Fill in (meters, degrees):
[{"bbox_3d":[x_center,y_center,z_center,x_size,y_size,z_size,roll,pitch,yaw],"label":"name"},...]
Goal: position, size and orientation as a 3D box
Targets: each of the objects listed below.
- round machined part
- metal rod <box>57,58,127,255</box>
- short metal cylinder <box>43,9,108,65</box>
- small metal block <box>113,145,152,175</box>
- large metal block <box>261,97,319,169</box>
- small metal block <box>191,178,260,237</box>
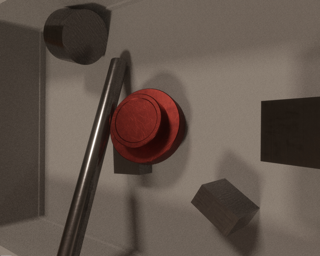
[{"bbox_3d":[-0.021,-0.005,0.390,0.098,0.042,0.098,-6,73,22],"label":"round machined part"},{"bbox_3d":[-0.085,0.040,0.399,0.025,0.025,0.299,-9,60,39],"label":"metal rod"},{"bbox_3d":[-0.128,-0.140,0.474,0.050,0.081,0.079,19,102,38],"label":"short metal cylinder"},{"bbox_3d":[-0.039,0.039,0.437,0.050,0.025,0.050,-4,88,39],"label":"small metal block"},{"bbox_3d":[0.138,0.003,0.242,0.080,0.081,0.050,1,91,59],"label":"large metal block"},{"bbox_3d":[0.070,0.083,0.331,0.050,0.050,0.025,41,115,32],"label":"small metal block"}]
